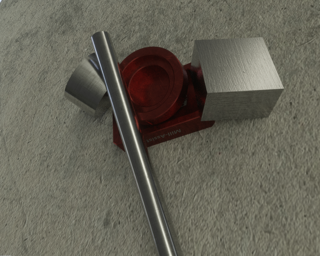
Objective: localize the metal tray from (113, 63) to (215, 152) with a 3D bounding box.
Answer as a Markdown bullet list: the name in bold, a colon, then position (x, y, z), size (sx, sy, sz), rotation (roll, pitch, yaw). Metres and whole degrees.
- **metal tray**: position (0.000, -0.027, 0.417), size (0.130, 0.030, 0.090), rotation (-19, 54, 16)

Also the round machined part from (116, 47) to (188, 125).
- **round machined part**: position (-0.010, -0.051, 0.399), size (0.098, 0.042, 0.098), rotation (-6, 75, 22)

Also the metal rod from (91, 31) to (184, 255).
- **metal rod**: position (-0.030, 0.015, 0.354), size (0.025, 0.025, 0.299), rotation (-24, 70, 13)

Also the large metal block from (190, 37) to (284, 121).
- **large metal block**: position (0.083, -0.057, 0.358), size (0.081, 0.050, 0.080), rotation (-4, 56, -5)

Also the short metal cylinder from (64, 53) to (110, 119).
- **short metal cylinder**: position (-0.090, -0.060, 0.444), size (0.050, 0.080, 0.080), rotation (35, 79, 2)
